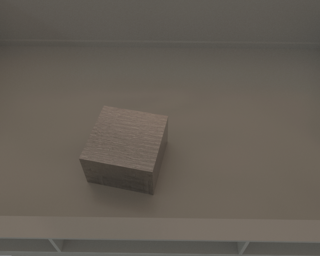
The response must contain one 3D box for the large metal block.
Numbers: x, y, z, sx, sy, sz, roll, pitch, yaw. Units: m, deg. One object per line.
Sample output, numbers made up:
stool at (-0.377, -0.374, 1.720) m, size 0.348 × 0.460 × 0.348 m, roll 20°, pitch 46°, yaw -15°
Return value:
large metal block at (-0.038, 0.025, 0.368) m, size 0.080 × 0.050 × 0.080 m, roll 10°, pitch 51°, yaw 8°
